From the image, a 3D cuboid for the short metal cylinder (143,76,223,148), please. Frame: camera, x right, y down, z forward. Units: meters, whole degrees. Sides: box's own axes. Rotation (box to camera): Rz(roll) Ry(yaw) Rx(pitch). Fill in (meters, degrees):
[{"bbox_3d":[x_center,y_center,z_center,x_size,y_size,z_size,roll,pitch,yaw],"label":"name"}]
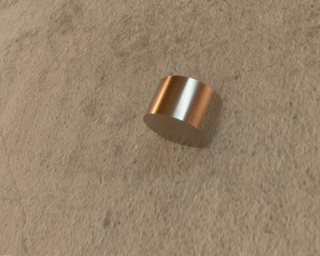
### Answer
[{"bbox_3d":[0.027,-0.017,0.364,0.080,0.080,0.050,11,67,32],"label":"short metal cylinder"}]
